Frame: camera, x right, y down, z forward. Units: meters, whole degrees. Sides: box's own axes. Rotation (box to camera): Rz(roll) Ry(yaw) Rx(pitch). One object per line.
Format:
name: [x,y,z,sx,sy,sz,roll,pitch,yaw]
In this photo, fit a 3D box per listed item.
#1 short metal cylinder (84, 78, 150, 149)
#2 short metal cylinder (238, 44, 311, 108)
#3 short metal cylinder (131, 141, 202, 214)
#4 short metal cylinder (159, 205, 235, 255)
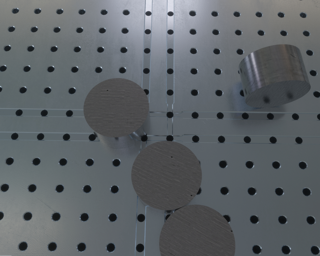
short metal cylinder: [-0.054,-0.018,0.404,0.081,0.050,0.080,0,70,0]
short metal cylinder: [0.149,-0.065,0.407,0.081,0.080,0.050,-5,70,-2]
short metal cylinder: [0.008,0.061,0.376,0.081,0.050,0.080,0,70,0]
short metal cylinder: [0.039,0.130,0.351,0.081,0.050,0.080,0,70,0]
